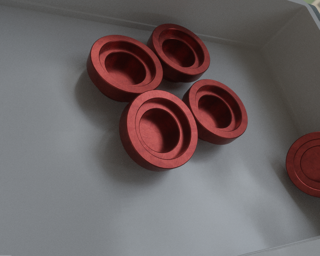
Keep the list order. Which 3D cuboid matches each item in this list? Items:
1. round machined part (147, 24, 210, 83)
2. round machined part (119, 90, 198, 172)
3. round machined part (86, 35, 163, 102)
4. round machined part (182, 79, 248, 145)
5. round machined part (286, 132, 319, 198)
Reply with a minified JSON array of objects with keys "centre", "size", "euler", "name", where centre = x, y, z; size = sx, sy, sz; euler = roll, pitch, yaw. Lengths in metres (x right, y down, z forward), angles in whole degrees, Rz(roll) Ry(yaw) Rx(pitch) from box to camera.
[{"centre":[0.024,-0.109,0.476],"size":[0.099,0.042,0.098],"euler":[14,56,-21],"name":"round machined part"},{"centre":[-0.005,0.006,0.382],"size":[0.099,0.042,0.098],"euler":[11,68,-29],"name":"round machined part"},{"centre":[-0.049,-0.074,0.413],"size":[0.099,0.042,0.098],"euler":[14,54,-20],"name":"round machined part"},{"centre":[0.074,-0.019,0.448],"size":[0.099,0.042,0.098],"euler":[14,56,-21],"name":"round machined part"},{"centre":[0.245,0.055,0.473],"size":[0.098,0.098,0.042],"euler":[61,17,15],"name":"round machined part"}]
